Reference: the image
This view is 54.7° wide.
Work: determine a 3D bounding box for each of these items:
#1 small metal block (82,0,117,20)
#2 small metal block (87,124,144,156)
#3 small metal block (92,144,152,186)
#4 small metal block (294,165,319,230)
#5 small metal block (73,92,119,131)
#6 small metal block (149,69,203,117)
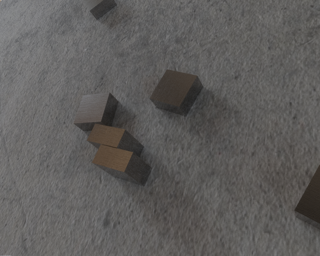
[{"bbox_3d":[-0.121,-0.250,0.618,0.050,0.025,0.050,-36,51,4],"label":"small metal block"},{"bbox_3d":[-0.057,0.020,0.404,0.050,0.050,0.025,10,67,32],"label":"small metal block"},{"bbox_3d":[-0.046,0.046,0.382,0.050,0.050,0.025,10,67,32],"label":"small metal block"},{"bbox_3d":[0.158,0.069,0.279,0.050,0.025,0.050,26,76,36],"label":"small metal block"},{"bbox_3d":[-0.096,-0.024,0.467,0.050,0.025,0.050,-3,60,26],"label":"small metal block"},{"bbox_3d":[0.022,-0.048,0.421,0.050,0.025,0.050,19,72,35],"label":"small metal block"}]
